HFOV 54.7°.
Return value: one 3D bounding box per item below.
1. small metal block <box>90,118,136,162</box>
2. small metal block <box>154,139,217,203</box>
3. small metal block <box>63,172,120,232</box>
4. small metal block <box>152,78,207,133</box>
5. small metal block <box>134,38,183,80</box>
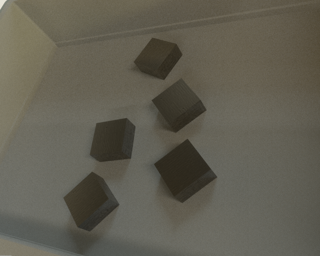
[{"bbox_3d":[-0.065,0.017,0.429,0.050,0.025,0.050,-9,58,23],"label":"small metal block"},{"bbox_3d":[0.029,0.049,0.360,0.050,0.025,0.050,-37,51,3],"label":"small metal block"},{"bbox_3d":[-0.088,0.093,0.395,0.050,0.025,0.050,-42,51,-1],"label":"small metal block"},{"bbox_3d":[0.025,-0.030,0.411,0.050,0.025,0.050,-37,51,3],"label":"small metal block"},{"bbox_3d":[-0.003,-0.106,0.473,0.050,0.025,0.050,26,76,37],"label":"small metal block"}]
